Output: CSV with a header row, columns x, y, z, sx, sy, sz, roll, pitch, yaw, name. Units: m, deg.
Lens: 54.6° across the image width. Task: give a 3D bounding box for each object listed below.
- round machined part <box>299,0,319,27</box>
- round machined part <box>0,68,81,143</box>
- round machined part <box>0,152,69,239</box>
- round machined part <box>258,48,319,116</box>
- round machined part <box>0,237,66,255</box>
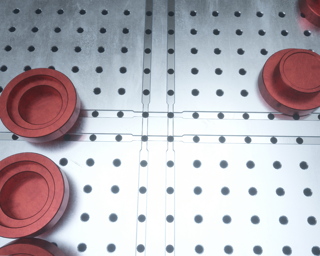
x,y,z,sx,sy,sz,roll,pitch,yaw,name
0.272,-0.204,0.479,0.099,0.042,0.098,0,70,0,round machined part
-0.155,-0.027,0.412,0.099,0.042,0.098,0,70,0,round machined part
-0.158,0.082,0.370,0.099,0.042,0.098,0,67,0,round machined part
0.192,-0.070,0.429,0.099,0.042,0.098,0,70,0,round machined part
-0.141,0.167,0.333,0.099,0.042,0.098,0,85,-1,round machined part
